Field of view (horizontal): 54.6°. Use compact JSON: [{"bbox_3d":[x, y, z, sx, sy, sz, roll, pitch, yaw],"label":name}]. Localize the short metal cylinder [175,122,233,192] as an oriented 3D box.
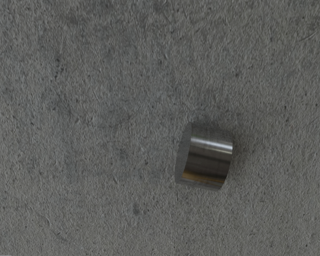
[{"bbox_3d":[0.053,0.036,0.394,0.050,0.080,0.079,13,110,-5],"label":"short metal cylinder"}]
